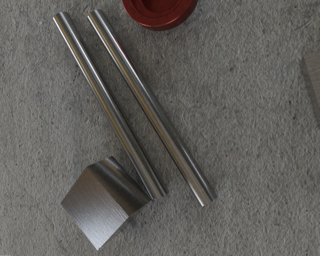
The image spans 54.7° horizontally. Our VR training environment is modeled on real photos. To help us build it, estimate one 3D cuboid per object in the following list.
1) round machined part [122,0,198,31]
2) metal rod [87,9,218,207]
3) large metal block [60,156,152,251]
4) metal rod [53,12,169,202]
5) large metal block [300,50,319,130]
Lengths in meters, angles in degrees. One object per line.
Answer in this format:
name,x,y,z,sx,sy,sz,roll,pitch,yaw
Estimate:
round machined part,0.004,-0.173,0.398,0.098,0.042,0.097,0,90,19
metal rod,-0.015,-0.034,0.413,0.025,0.025,0.299,-34,79,16
large metal block,-0.073,0.098,0.410,0.080,0.050,0.080,46,119,14
metal rod,-0.073,-0.036,0.433,0.025,0.025,0.299,-33,80,17
large metal block,0.202,-0.047,0.325,0.080,0.050,0.080,-16,85,19
